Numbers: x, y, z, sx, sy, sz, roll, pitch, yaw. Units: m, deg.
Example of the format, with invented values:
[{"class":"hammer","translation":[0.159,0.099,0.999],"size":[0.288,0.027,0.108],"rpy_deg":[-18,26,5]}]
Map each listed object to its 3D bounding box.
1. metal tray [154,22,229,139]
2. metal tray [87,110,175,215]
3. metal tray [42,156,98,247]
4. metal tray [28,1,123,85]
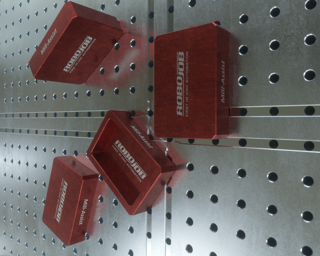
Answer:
[{"class":"metal tray","translation":[0.036,-0.052,0.377],"size":[0.090,0.030,0.129],"rpy_deg":[0,90,40]},{"class":"metal tray","translation":[-0.047,0.046,0.445],"size":[0.130,0.030,0.090],"rpy_deg":[46,118,30]},{"class":"metal tray","translation":[-0.159,0.124,0.540],"size":[0.090,0.030,0.129],"rpy_deg":[24,105,37]},{"class":"metal tray","translation":[-0.129,-0.122,0.475],"size":[0.129,0.091,0.030],"rpy_deg":[-41,65,32]}]
